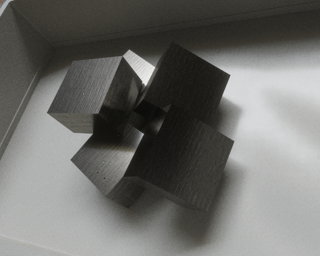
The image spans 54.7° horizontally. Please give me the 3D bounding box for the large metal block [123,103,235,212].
[{"bbox_3d":[0.020,0.033,0.328,0.080,0.080,0.050,-65,16,-18],"label":"large metal block"}]

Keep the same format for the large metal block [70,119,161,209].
[{"bbox_3d":[-0.049,0.038,0.385,0.080,0.050,0.080,34,80,38],"label":"large metal block"}]

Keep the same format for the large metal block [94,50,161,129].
[{"bbox_3d":[-0.039,-0.053,0.440,0.080,0.050,0.080,-45,51,-4],"label":"large metal block"}]

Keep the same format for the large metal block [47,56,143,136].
[{"bbox_3d":[-0.079,-0.039,0.385,0.080,0.050,0.080,2,61,30],"label":"large metal block"}]

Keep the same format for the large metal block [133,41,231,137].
[{"bbox_3d":[0.026,-0.042,0.371,0.080,0.050,0.080,28,71,-10],"label":"large metal block"}]
